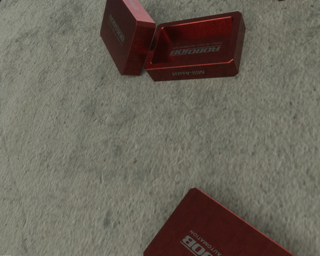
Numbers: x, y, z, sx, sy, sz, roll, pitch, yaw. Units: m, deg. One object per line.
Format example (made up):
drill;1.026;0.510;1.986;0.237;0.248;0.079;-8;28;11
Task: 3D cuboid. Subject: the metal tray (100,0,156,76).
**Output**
metal tray;-0.055;-0.154;0.487;0.130;0.030;0.089;61;142;38

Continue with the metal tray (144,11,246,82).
metal tray;0.049;-0.115;0.443;0.130;0.030;0.090;1;62;28

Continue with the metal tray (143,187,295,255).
metal tray;0.058;0.128;0.291;0.130;0.030;0.090;31;78;37
